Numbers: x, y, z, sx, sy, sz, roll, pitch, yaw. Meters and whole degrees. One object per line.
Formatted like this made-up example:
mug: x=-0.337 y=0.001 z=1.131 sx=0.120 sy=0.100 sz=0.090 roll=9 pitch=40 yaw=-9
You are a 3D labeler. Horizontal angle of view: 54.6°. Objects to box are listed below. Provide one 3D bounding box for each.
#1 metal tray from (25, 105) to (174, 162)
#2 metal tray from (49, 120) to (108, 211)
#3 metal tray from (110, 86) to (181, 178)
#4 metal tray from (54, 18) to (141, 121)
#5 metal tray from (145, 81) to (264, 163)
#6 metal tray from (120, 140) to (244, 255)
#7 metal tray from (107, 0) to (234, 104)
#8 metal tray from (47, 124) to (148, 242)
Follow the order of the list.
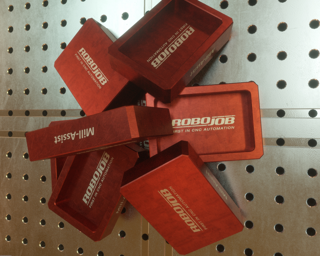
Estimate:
metal tray: x=-0.062 y=0.007 z=0.332 sx=0.130 sy=0.090 sz=0.030 roll=-13 pitch=86 yaw=24
metal tray: x=-0.112 y=0.052 z=0.450 sx=0.090 sy=0.030 sz=0.129 roll=-4 pitch=88 yaw=19
metal tray: x=-0.022 y=0.000 z=0.418 sx=0.090 sy=0.030 sz=0.129 roll=-5 pitch=86 yaw=18
metal tray: x=-0.084 y=-0.078 z=0.422 sx=0.090 sy=0.030 sz=0.130 roll=-47 pitch=60 yaw=14
metal tray: x=0.052 y=-0.005 z=0.372 sx=0.131 sy=0.030 sz=0.090 roll=-4 pitch=89 yaw=2
metal tray: x=0.027 y=0.087 z=0.365 sx=0.090 sy=0.030 sz=0.130 roll=-31 pitch=113 yaw=18
metal tray: x=0.014 y=-0.101 z=0.370 sx=0.090 sy=0.030 sz=0.130 roll=35 pitch=68 yaw=17
metal tray: x=-0.083 y=0.069 z=0.407 sx=0.090 sy=0.030 sz=0.129 roll=28 pitch=99 yaw=18
